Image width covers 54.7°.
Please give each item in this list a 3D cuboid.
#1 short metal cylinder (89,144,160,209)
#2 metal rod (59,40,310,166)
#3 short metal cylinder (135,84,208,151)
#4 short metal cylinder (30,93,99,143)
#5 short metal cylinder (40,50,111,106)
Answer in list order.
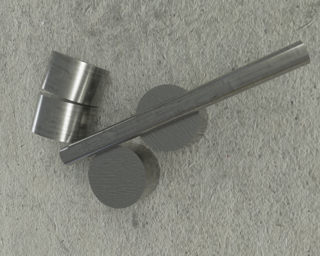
[{"bbox_3d":[-0.046,0.061,0.412,0.080,0.050,0.080,0,90,20],"label":"short metal cylinder"},{"bbox_3d":[0.011,-0.019,0.351,0.300,0.025,0.025,-23,83,18],"label":"metal rod"},{"bbox_3d":[0.016,-0.012,0.390,0.080,0.050,0.080,0,90,20],"label":"short metal cylinder"},{"bbox_3d":[-0.130,-0.014,0.426,0.080,0.080,0.050,17,96,19],"label":"short metal cylinder"},{"bbox_3d":[-0.114,-0.067,0.420,0.080,0.080,0.050,24,98,18],"label":"short metal cylinder"}]
